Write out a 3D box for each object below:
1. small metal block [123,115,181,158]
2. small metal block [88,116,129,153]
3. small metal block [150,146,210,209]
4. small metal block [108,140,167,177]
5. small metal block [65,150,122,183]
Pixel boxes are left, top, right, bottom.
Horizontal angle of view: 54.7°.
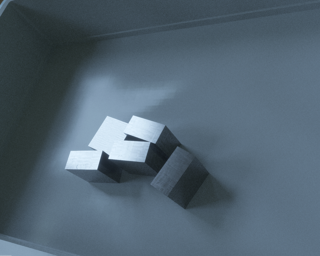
[{"bbox_3d":[-0.009,0.013,0.385,0.050,0.050,0.025,17,71,34],"label":"small metal block"},{"bbox_3d":[-0.062,0.016,0.427,0.050,0.025,0.050,19,72,35],"label":"small metal block"},{"bbox_3d":[0.024,0.056,0.342,0.025,0.050,0.050,29,77,37],"label":"small metal block"},{"bbox_3d":[-0.026,0.038,0.379,0.050,0.050,0.025,2,63,29],"label":"small metal block"},{"bbox_3d":[-0.084,0.051,0.401,0.050,0.050,0.025,-3,61,26],"label":"small metal block"}]
